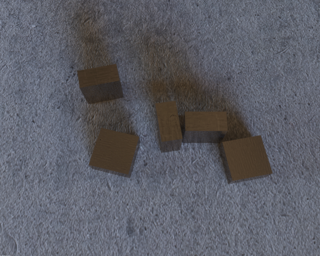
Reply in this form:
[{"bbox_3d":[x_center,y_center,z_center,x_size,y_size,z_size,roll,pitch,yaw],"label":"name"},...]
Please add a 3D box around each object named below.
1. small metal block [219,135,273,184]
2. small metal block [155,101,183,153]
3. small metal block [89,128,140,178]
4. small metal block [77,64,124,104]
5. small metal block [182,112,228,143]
[{"bbox_3d":[0.108,0.040,0.394,0.050,0.025,0.050,-10,70,-4],"label":"small metal block"},{"bbox_3d":[0.010,0.000,0.395,0.025,0.050,0.050,-8,70,-3],"label":"small metal block"},{"bbox_3d":[-0.057,0.032,0.396,0.050,0.025,0.050,13,71,4],"label":"small metal block"},{"bbox_3d":[-0.078,-0.058,0.415,0.050,0.050,0.025,-11,71,-4],"label":"small metal block"},{"bbox_3d":[0.055,0.000,0.395,0.050,0.050,0.025,0,70,0],"label":"small metal block"}]
